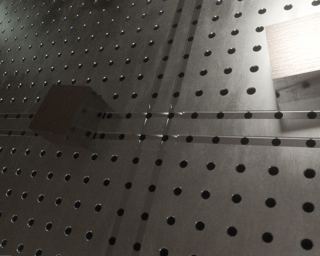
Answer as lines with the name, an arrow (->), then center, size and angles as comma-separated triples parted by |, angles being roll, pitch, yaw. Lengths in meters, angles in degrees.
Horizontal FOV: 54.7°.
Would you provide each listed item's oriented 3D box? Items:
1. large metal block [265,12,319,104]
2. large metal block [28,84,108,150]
large metal block -> 0.169, -0.081, 0.353 | 0.080, 0.050, 0.080 | -10, 58, 22
large metal block -> -0.139, -0.019, 0.474 | 0.080, 0.050, 0.080 | 7, 65, 31
